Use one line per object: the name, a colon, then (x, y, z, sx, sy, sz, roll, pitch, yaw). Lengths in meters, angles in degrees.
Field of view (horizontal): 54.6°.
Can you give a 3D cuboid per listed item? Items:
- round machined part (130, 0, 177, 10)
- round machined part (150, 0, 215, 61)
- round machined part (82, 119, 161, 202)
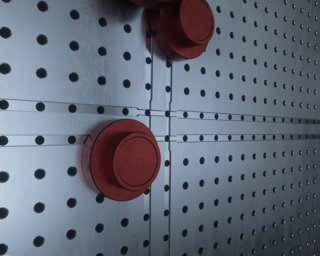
round machined part: (-0.016, -0.190, 0.374, 0.099, 0.042, 0.098, 4, 82, -27)
round machined part: (0.038, -0.145, 0.428, 0.099, 0.042, 0.097, 0, 90, -40)
round machined part: (-0.038, 0.038, 0.366, 0.099, 0.042, 0.097, 0, 90, -40)
